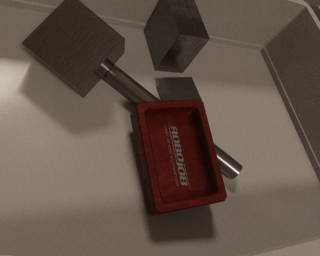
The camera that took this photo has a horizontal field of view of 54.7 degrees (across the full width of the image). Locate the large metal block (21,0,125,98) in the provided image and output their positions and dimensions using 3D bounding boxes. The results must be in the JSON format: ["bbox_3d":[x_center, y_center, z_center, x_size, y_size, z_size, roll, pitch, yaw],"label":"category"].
[{"bbox_3d":[-0.100,-0.096,0.374,0.080,0.050,0.080,40,81,-2],"label":"large metal block"}]

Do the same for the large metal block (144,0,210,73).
[{"bbox_3d":[0.022,-0.141,0.470,0.050,0.080,0.080,-1,62,-29],"label":"large metal block"}]

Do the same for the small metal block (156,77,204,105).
[{"bbox_3d":[0.029,-0.046,0.451,0.050,0.025,0.050,-7,65,-32],"label":"small metal block"}]

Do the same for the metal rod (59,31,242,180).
[{"bbox_3d":[-0.013,-0.032,0.419,0.300,0.025,0.025,38,51,-3],"label":"metal rod"}]

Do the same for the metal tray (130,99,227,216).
[{"bbox_3d":[0.021,0.032,0.375,0.091,0.030,0.129,-5,72,-21],"label":"metal tray"}]
